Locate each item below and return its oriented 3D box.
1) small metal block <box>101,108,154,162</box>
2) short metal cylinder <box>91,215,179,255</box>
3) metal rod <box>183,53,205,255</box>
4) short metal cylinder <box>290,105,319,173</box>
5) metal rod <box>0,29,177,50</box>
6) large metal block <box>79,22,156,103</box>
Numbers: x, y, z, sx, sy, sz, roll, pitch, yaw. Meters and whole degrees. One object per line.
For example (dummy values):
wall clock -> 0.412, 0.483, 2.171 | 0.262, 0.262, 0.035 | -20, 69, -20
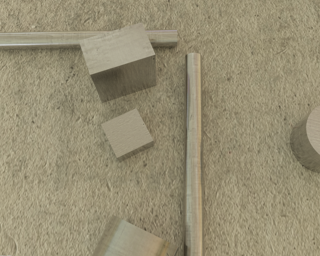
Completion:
small metal block -> -0.042, 0.010, 0.404 | 0.050, 0.025, 0.050 | -26, 72, -9
short metal cylinder -> -0.027, 0.133, 0.330 | 0.080, 0.080, 0.050 | 24, 72, 8
metal rod -> 0.043, 0.039, 0.394 | 0.025, 0.025, 0.299 | 2, 70, 1
short metal cylinder -> 0.215, 0.014, 0.392 | 0.081, 0.050, 0.080 | 0, 70, 0
metal rod -> -0.126, -0.129, 0.454 | 0.302, 0.025, 0.025 | -1, 70, -1
large metal block -> -0.052, -0.083, 0.409 | 0.080, 0.080, 0.050 | -19, 71, -7
